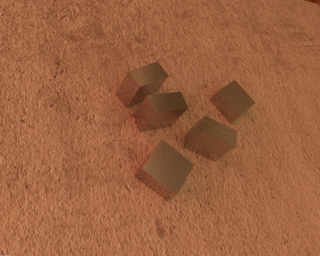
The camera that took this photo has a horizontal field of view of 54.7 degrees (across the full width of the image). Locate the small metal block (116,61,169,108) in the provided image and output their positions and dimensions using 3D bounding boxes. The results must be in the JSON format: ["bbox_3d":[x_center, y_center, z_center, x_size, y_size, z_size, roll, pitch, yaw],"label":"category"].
[{"bbox_3d":[-0.024,-0.057,0.409,0.050,0.050,0.025,-28,77,-37],"label":"small metal block"}]

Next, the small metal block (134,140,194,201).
[{"bbox_3d":[0.006,0.051,0.375,0.050,0.025,0.050,39,51,-2],"label":"small metal block"}]

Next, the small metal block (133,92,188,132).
[{"bbox_3d":[0.000,-0.021,0.400,0.050,0.050,0.025,-10,67,-32],"label":"small metal block"}]

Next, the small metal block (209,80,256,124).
[{"bbox_3d":[0.115,-0.042,0.491,0.050,0.025,0.050,-34,81,-38],"label":"small metal block"}]

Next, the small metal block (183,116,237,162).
[{"bbox_3d":[0.067,0.015,0.414,0.050,0.050,0.025,24,53,-14],"label":"small metal block"}]
